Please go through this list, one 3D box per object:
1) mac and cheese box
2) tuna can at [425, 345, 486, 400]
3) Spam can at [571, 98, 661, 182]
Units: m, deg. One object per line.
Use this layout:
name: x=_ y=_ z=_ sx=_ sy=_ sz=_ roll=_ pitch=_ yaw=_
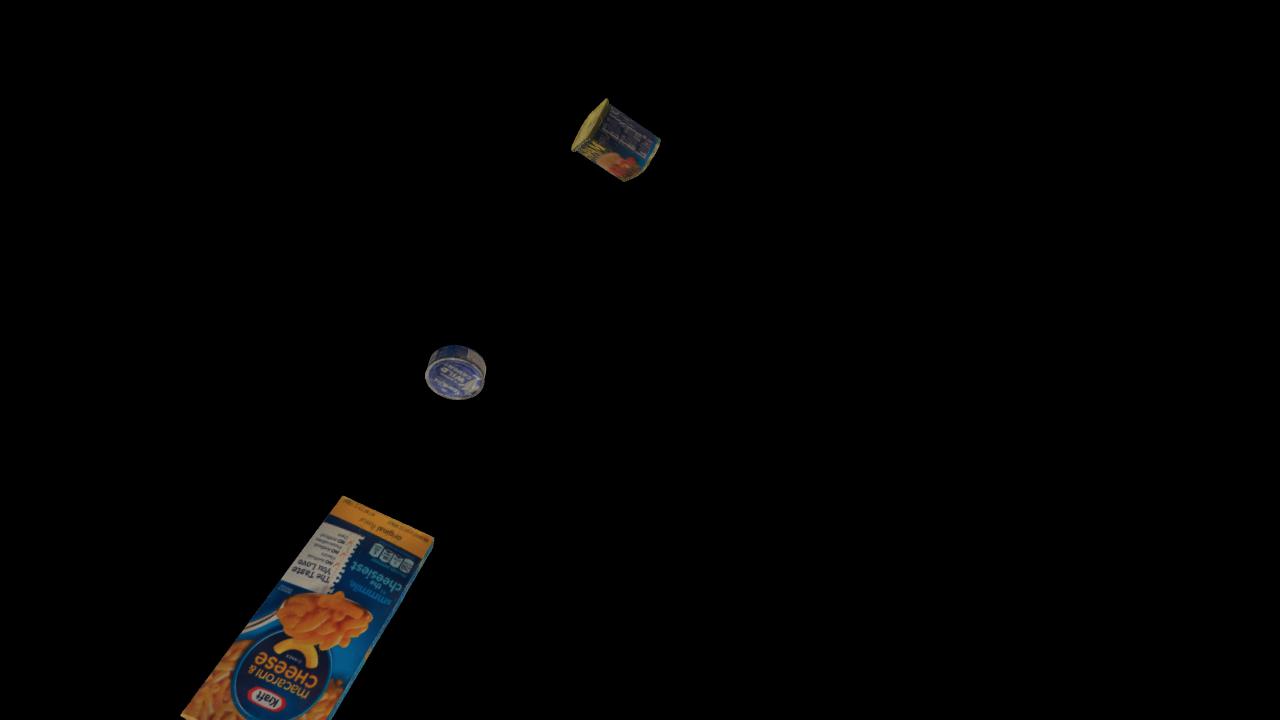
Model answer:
mac and cheese box: x=-0.257 y=0.212 z=0.501 sx=0.093 sy=0.184 sz=0.041 roll=27 pitch=-40 yaw=-5
tuna can: x=-0.270 y=0.018 z=0.904 sx=0.084 sy=0.084 sz=0.034 roll=0 pitch=41 yaw=-5
Spam can: x=-0.032 y=-0.280 z=0.796 sx=0.085 sy=0.058 sz=0.101 roll=27 pitch=-3 yaw=-21
